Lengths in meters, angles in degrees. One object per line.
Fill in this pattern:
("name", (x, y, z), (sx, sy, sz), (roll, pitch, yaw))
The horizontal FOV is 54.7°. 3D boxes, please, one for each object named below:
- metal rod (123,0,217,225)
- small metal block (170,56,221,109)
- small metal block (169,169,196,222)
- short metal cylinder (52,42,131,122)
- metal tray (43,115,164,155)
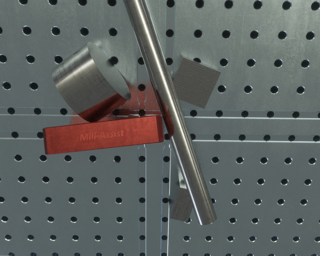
("metal rod", (0.013, -0.022, 0.375), (0.025, 0.025, 0.298), (-18, 98, 6))
("small metal block", (0.042, -0.059, 0.392), (0.050, 0.025, 0.050), (20, 109, -8))
("small metal block", (0.032, 0.094, 0.435), (0.025, 0.050, 0.050), (14, 109, -6))
("short metal cylinder", (-0.078, -0.053, 0.364), (0.050, 0.080, 0.080), (-33, 107, 11))
("metal tray", (-0.061, 0.008, 0.378), (0.131, 0.090, 0.030), (-6, 89, 2))
